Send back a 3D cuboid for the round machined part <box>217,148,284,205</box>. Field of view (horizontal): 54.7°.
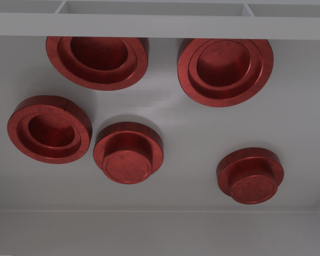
[{"bbox_3d":[0.137,0.078,0.466,0.099,0.042,0.097,0,130,0],"label":"round machined part"}]

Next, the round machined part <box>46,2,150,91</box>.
[{"bbox_3d":[-0.060,-0.085,0.314,0.099,0.042,0.098,2,147,1],"label":"round machined part"}]

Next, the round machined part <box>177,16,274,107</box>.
[{"bbox_3d":[0.067,-0.074,0.336,0.099,0.042,0.097,0,130,0],"label":"round machined part"}]

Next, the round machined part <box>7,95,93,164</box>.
[{"bbox_3d":[-0.135,-0.002,0.395,0.099,0.042,0.097,0,130,0],"label":"round machined part"}]

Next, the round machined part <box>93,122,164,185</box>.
[{"bbox_3d":[-0.044,0.042,0.433,0.099,0.042,0.097,0,130,0],"label":"round machined part"}]
